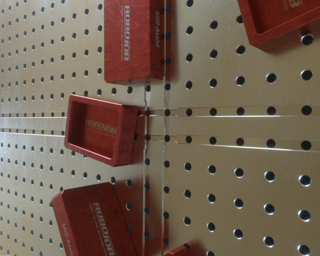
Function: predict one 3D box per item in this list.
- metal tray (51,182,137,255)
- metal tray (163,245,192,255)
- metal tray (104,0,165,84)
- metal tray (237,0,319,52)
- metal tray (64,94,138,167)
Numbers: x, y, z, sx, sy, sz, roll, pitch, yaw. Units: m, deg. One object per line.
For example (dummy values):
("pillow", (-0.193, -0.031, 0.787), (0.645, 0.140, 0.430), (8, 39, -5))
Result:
("metal tray", (-0.091, 0.147, 0.439), (0.030, 0.091, 0.130), (-36, 68, 34))
("metal tray", (0.027, 0.226, 0.382), (0.090, 0.030, 0.130), (-45, 63, 30))
("metal tray", (-0.038, -0.130, 0.435), (0.090, 0.030, 0.129), (0, 90, 39))
("metal tray", (0.120, -0.153, 0.305), (0.090, 0.030, 0.129), (-19, 78, 38))
("metal tray", (-0.096, 0.000, 0.482), (0.130, 0.030, 0.089), (14, 99, 38))
